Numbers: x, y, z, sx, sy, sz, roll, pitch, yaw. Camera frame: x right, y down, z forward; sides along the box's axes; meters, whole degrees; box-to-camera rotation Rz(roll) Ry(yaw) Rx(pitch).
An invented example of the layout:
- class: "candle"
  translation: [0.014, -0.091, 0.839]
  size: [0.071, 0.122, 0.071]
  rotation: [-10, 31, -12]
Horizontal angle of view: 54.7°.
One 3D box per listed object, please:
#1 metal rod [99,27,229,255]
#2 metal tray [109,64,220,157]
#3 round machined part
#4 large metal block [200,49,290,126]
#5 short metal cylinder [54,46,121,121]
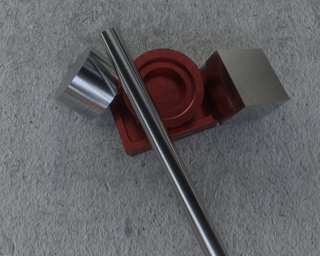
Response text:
- class: "metal rod"
  translation: [0.006, 0.026, 0.354]
  size: [0.025, 0.025, 0.299]
  rotation: [-26, 89, -9]
- class: "metal tray"
  translation: [0.003, -0.026, 0.416]
  size: [0.131, 0.030, 0.090]
  rotation: [-19, 71, -8]
- class: "round machined part"
  translation: [0.003, -0.046, 0.392]
  size: [0.099, 0.042, 0.097]
  rotation: [0, 85, -5]
- class: "large metal block"
  translation: [0.105, -0.054, 0.399]
  size: [0.081, 0.050, 0.080]
  rotation: [-10, 68, -32]
- class: "short metal cylinder"
  translation: [-0.089, -0.056, 0.393]
  size: [0.050, 0.080, 0.080]
  rotation: [35, 69, -26]
